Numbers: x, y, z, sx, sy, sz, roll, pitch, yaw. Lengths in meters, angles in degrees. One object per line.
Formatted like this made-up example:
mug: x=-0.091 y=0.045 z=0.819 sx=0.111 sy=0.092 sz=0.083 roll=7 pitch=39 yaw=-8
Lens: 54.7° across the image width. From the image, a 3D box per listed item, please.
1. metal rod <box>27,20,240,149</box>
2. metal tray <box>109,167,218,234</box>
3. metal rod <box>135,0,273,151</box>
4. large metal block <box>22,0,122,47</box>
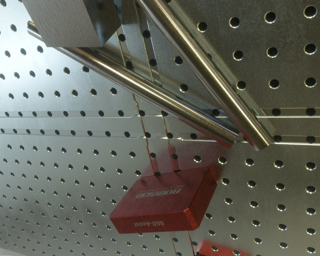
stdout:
metal rod: x=-0.039 y=-0.061 z=0.392 sx=0.301 sy=0.025 sz=0.025 roll=30 pitch=128 yaw=8
metal tray: x=0.004 y=0.100 z=0.427 sx=0.130 sy=0.090 sz=0.030 roll=-16 pitch=110 yaw=34
metal rod: x=0.024 y=-0.095 z=0.338 sx=0.025 sy=0.025 sz=0.300 roll=-34 pitch=100 yaw=38
large metal block: x=-0.101 y=-0.139 z=0.347 sx=0.080 sy=0.050 sz=0.080 roll=7 pitch=138 yaw=24
